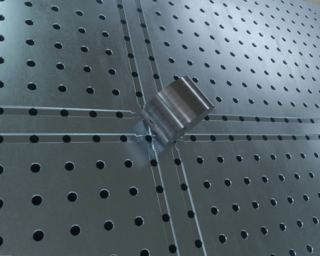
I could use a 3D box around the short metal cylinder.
[{"bbox_3d":[0.022,-0.021,0.396,0.081,0.080,0.050,-32,79,-38],"label":"short metal cylinder"}]
